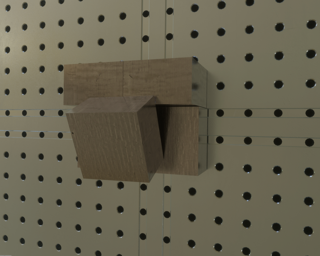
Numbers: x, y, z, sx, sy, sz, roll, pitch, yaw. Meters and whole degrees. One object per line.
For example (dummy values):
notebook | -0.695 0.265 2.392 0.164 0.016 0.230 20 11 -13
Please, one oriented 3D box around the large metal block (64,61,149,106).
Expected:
large metal block | -0.067 -0.052 0.405 0.080 0.080 0.050 1 91 19

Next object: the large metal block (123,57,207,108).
large metal block | 0.009 -0.051 0.378 0.080 0.080 0.050 1 91 19

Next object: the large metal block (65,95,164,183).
large metal block | -0.047 0.011 0.344 0.080 0.050 0.079 0 114 19

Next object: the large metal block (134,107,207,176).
large metal block | 0.015 0.014 0.391 0.080 0.050 0.079 1 90 19

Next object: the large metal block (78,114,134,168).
large metal block | -0.062 0.013 0.418 0.080 0.050 0.079 1 90 19
